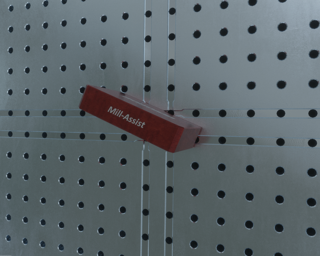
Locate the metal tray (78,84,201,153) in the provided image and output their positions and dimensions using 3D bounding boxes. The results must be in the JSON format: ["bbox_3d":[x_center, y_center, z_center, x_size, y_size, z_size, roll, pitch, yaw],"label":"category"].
[{"bbox_3d":[-0.022,-0.013,0.386,0.130,0.090,0.030,25,99,18],"label":"metal tray"}]
